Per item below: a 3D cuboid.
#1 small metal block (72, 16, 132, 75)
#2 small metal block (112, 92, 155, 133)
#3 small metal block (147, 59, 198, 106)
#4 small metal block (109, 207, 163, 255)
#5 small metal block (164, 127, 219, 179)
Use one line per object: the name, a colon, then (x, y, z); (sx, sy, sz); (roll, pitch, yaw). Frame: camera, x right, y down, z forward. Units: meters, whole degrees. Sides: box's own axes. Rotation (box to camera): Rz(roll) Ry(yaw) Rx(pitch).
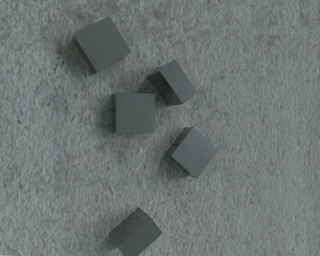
small metal block: (-0.072, -0.101, 0.383); (0.050, 0.025, 0.050); (-35, 102, -17)
small metal block: (-0.034, -0.019, 0.397); (0.050, 0.025, 0.050); (0, 90, -21)
small metal block: (0.015, -0.057, 0.402); (0.025, 0.050, 0.050); (-40, 103, -16)
small metal block: (-0.031, 0.131, 0.385); (0.050, 0.050, 0.025); (-38, 103, -16)
small metal block: (0.043, 0.034, 0.426); (0.050, 0.025, 0.050); (42, 77, -16)
